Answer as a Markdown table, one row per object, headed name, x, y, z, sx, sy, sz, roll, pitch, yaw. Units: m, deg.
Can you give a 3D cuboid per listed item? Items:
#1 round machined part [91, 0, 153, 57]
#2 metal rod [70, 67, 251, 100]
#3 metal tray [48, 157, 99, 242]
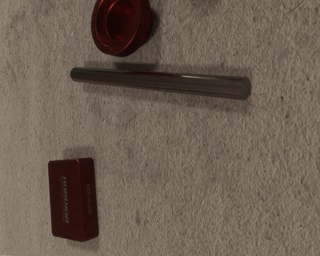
| name | x | y | z | sx | sy | sz | roll | pitch | yaw |
| --- | --- | --- | --- | --- | --- | --- | --- | --- | --- |
| round machined part | -0.049 | -0.148 | 0.432 | 0.098 | 0.042 | 0.097 | 0 | 90 | 39 |
| metal rod | -0.024 | -0.065 | 0.422 | 0.300 | 0.025 | 0.025 | 12 | 98 | 39 |
| metal tray | -0.147 | 0.117 | 0.520 | 0.090 | 0.030 | 0.129 | -8 | 85 | 39 |
